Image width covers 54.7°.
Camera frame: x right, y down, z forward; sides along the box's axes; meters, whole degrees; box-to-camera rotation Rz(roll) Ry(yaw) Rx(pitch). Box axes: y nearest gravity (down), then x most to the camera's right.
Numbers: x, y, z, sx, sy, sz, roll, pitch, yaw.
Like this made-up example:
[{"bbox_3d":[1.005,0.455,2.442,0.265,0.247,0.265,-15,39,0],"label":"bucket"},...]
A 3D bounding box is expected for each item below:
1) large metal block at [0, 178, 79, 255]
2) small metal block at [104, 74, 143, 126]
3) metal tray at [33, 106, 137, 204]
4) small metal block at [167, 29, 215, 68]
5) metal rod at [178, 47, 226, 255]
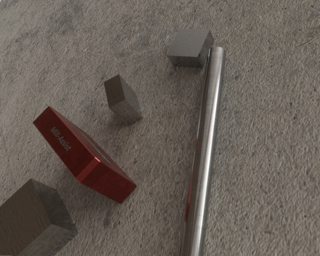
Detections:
[{"bbox_3d":[-0.164,0.126,0.395,0.080,0.050,0.080,-43,51,-2],"label":"large metal block"},{"bbox_3d":[-0.051,-0.039,0.437,0.025,0.050,0.050,-26,53,12],"label":"small metal block"},{"bbox_3d":[-0.095,0.033,0.390,0.030,0.090,0.130,-48,52,-5],"label":"metal tray"},{"bbox_3d":[0.045,-0.116,0.450,0.050,0.025,0.050,11,67,32],"label":"small metal block"},{"bbox_3d":[0.051,0.028,0.358,0.025,0.025,0.299,-3,60,26],"label":"metal rod"}]
